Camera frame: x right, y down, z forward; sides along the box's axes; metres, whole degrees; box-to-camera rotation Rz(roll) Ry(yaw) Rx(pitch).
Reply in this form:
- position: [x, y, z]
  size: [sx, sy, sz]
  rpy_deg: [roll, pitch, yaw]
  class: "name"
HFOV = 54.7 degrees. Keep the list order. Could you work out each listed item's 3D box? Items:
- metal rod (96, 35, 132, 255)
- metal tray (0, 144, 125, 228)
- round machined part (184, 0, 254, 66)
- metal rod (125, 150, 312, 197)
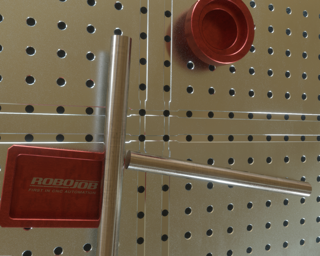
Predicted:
- position: [-0.055, 0.043, 0.360]
  size: [0.025, 0.025, 0.298]
  rpy_deg: [4, 89, -20]
  class: "metal rod"
- position: [-0.113, 0.070, 0.368]
  size: [0.131, 0.030, 0.089]
  rpy_deg: [7, 88, -20]
  class: "metal tray"
- position: [0.079, -0.135, 0.434]
  size: [0.099, 0.042, 0.097]
  rpy_deg: [0, 90, -21]
  class: "round machined part"
- position: [0.097, 0.070, 0.450]
  size: [0.302, 0.025, 0.025]
  rpy_deg: [12, 86, -20]
  class: "metal rod"
